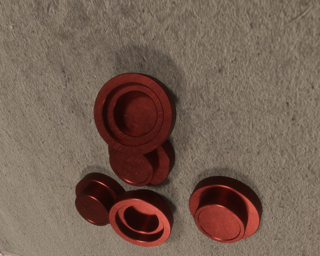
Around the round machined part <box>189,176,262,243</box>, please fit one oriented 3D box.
[{"bbox_3d":[0.086,0.117,0.423,0.098,0.042,0.097,13,124,20],"label":"round machined part"}]

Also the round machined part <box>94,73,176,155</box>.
[{"bbox_3d":[-0.028,-0.019,0.383,0.098,0.042,0.097,2,99,15],"label":"round machined part"}]

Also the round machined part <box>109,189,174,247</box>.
[{"bbox_3d":[-0.026,0.135,0.484,0.098,0.042,0.097,7,120,12],"label":"round machined part"}]

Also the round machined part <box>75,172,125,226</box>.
[{"bbox_3d":[-0.104,0.127,0.528,0.098,0.042,0.097,13,124,20],"label":"round machined part"}]

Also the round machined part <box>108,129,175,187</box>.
[{"bbox_3d":[-0.032,0.044,0.438,0.098,0.042,0.097,13,124,20],"label":"round machined part"}]
